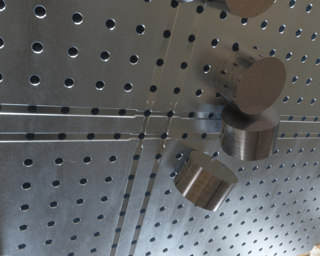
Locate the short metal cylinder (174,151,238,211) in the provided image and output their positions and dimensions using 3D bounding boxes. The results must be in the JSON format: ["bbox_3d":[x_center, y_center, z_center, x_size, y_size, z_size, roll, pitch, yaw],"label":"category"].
[{"bbox_3d":[0.068,0.077,0.460,0.081,0.080,0.050,18,109,-35],"label":"short metal cylinder"}]

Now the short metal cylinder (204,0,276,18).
[{"bbox_3d":[0.089,-0.167,0.340,0.081,0.050,0.079,-14,124,-21],"label":"short metal cylinder"}]

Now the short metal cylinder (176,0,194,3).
[{"bbox_3d":[0.026,-0.166,0.287,0.050,0.080,0.080,31,101,-38],"label":"short metal cylinder"}]

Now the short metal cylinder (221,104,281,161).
[{"bbox_3d":[0.128,0.003,0.447,0.081,0.080,0.050,-18,126,-18],"label":"short metal cylinder"}]

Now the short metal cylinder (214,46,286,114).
[{"bbox_3d":[0.122,-0.065,0.421,0.081,0.050,0.079,-14,124,-21],"label":"short metal cylinder"}]
